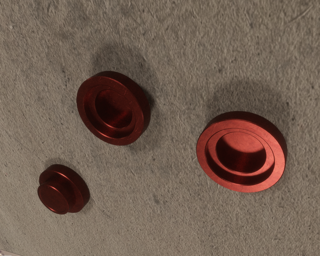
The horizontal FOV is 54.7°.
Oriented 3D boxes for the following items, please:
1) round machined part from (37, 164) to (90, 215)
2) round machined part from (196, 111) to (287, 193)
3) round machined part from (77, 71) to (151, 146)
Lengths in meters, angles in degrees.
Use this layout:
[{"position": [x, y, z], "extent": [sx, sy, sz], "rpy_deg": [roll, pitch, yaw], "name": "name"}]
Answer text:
[{"position": [-0.180, 0.117, 0.561], "extent": [0.098, 0.042, 0.097], "rpy_deg": [13, 124, 20], "name": "round machined part"}, {"position": [0.096, 0.024, 0.359], "extent": [0.098, 0.042, 0.097], "rpy_deg": [13, 124, 20], "name": "round machined part"}, {"position": [-0.056, -0.029, 0.406], "extent": [0.098, 0.042, 0.097], "rpy_deg": [13, 124, 20], "name": "round machined part"}]
